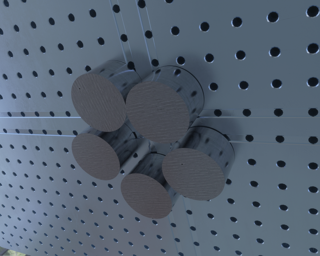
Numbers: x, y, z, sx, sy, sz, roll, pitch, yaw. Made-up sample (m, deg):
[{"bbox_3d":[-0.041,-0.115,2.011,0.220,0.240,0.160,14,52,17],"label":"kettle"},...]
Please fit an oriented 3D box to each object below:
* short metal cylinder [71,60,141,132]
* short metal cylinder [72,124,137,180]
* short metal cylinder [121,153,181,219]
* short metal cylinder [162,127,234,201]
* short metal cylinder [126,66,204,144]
[{"bbox_3d":[-0.067,-0.042,0.404,0.080,0.050,0.079,13,124,20],"label":"short metal cylinder"},{"bbox_3d":[-0.081,0.030,0.456,0.080,0.050,0.079,13,124,20],"label":"short metal cylinder"},{"bbox_3d":[-0.009,0.084,0.451,0.080,0.050,0.079,14,124,21],"label":"short metal cylinder"},{"bbox_3d":[0.049,0.045,0.396,0.080,0.050,0.079,13,125,20],"label":"short metal cylinder"},{"bbox_3d":[0.006,-0.028,0.373,0.080,0.050,0.079,13,124,21],"label":"short metal cylinder"}]
